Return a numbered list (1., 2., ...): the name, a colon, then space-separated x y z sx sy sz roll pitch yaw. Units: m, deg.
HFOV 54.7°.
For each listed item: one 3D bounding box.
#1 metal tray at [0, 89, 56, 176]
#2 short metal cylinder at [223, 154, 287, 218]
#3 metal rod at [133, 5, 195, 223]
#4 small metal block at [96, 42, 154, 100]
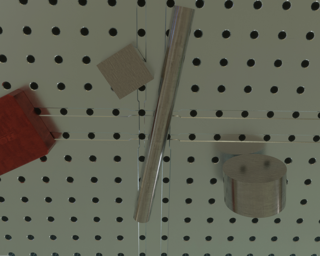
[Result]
1. metal tray: -0.222 0.016 0.413 0.130 0.030 0.090 -24 109 8
2. short metal cylinder: 0.126 0.074 0.413 0.080 0.080 0.050 -6 110 2
3. metal rod: 0.001 -0.004 0.412 0.025 0.025 0.298 10 110 -4
4. small metal block: -0.042 -0.072 0.386 0.050 0.025 0.050 -30 108 10
